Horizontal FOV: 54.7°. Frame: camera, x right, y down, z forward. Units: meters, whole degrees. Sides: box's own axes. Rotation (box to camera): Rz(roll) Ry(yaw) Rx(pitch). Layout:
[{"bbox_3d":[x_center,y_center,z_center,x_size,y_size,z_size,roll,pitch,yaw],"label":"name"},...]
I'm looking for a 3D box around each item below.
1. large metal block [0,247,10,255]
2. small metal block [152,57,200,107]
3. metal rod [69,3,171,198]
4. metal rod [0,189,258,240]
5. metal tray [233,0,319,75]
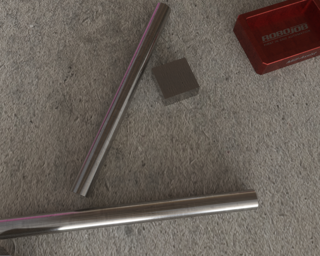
[{"bbox_3d":[-0.173,0.170,0.315,0.080,0.080,0.050,40,75,13],"label":"large metal block"},{"bbox_3d":[0.021,-0.064,0.432,0.050,0.025,0.050,-20,71,-8],"label":"small metal block"},{"bbox_3d":[-0.047,-0.051,0.426,0.025,0.025,0.300,19,71,6],"label":"metal rod"},{"bbox_3d":[-0.035,0.102,0.370,0.302,0.025,0.025,-6,70,-3],"label":"metal rod"},{"bbox_3d":[0.188,-0.141,0.459,0.131,0.030,0.090,-19,71,-7],"label":"metal tray"}]
